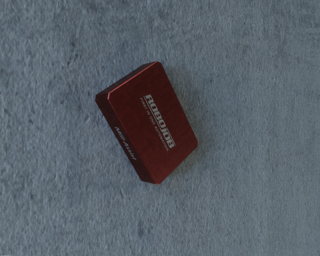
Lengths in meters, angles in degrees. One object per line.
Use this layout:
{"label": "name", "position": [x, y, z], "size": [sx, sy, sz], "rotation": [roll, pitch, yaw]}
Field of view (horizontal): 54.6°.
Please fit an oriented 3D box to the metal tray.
{"label": "metal tray", "position": [-0.011, -0.006, 0.391], "size": [0.090, 0.030, 0.130], "rotation": [-41, 115, -32]}
